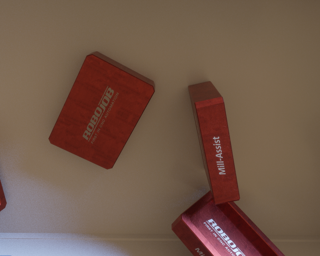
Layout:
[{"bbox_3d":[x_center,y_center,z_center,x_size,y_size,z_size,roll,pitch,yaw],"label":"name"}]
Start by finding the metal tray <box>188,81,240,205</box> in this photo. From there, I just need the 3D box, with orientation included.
[{"bbox_3d":[0.065,0.015,0.382,0.030,0.090,0.129,-12,110,4],"label":"metal tray"}]

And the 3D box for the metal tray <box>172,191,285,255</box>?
[{"bbox_3d":[0.089,0.149,0.400,0.130,0.091,0.030,47,133,18],"label":"metal tray"}]

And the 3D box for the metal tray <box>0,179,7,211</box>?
[{"bbox_3d":[-0.255,0.069,0.397,0.030,0.090,0.129,3,111,18],"label":"metal tray"}]

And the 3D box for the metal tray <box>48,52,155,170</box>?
[{"bbox_3d":[-0.075,-0.020,0.400,0.090,0.030,0.129,27,108,-10],"label":"metal tray"}]
